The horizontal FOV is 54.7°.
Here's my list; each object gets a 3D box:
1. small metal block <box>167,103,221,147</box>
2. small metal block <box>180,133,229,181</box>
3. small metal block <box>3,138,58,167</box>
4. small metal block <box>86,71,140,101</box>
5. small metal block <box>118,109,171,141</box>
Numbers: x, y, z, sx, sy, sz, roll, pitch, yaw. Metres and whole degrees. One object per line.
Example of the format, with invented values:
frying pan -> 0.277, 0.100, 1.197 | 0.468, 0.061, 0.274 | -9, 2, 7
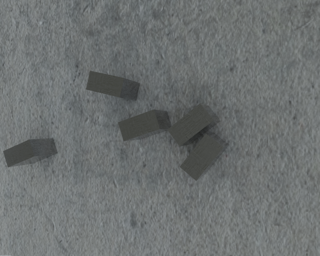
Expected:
small metal block -> 0.043, -0.004, 0.380 | 0.050, 0.050, 0.025 | -39, 78, 15
small metal block -> 0.055, 0.033, 0.376 | 0.025, 0.050, 0.050 | 40, 102, 15
small metal block -> -0.192, 0.036, 0.462 | 0.050, 0.050, 0.025 | -22, 83, 18
small metal block -> -0.062, -0.056, 0.416 | 0.050, 0.050, 0.025 | 15, 95, 19
small metal block -> -0.018, -0.003, 0.401 | 0.050, 0.050, 0.025 | -19, 84, 19
